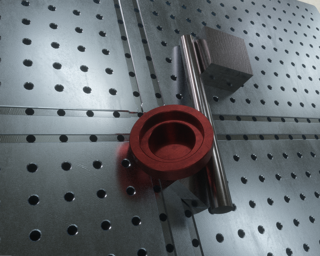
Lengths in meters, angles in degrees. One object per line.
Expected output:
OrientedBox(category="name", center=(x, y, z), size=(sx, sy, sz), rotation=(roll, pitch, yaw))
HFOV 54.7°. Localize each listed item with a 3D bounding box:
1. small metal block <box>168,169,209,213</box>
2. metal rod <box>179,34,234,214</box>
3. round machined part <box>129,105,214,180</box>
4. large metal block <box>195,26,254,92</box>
OrientedBox(category="small metal block", center=(0.048, 0.070, 0.393), size=(0.050, 0.025, 0.050), rotation=(42, 51, 0))
OrientedBox(category="metal rod", center=(0.058, -0.028, 0.437), size=(0.025, 0.025, 0.300), rotation=(11, 50, -23))
OrientedBox(category="round machined part", center=(0.015, 0.021, 0.376), size=(0.099, 0.042, 0.098), rotation=(-4, 50, 5))
OrientedBox(category="large metal block", center=(0.100, -0.114, 0.518), size=(0.081, 0.050, 0.080), rotation=(10, 57, -23))
